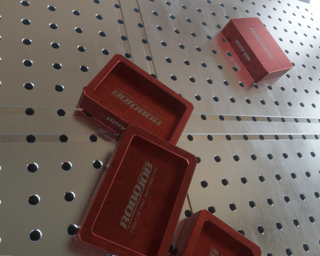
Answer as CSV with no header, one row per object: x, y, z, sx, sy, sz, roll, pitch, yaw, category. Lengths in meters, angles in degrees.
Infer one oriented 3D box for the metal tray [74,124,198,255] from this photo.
-0.021,0.072,0.334,0.090,0.030,0.130,28,64,-11,metal tray

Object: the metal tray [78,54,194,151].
-0.027,-0.030,0.409,0.130,0.030,0.090,34,51,-6,metal tray

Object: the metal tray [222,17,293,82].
0.191,-0.157,0.606,0.091,0.030,0.130,-17,71,-35,metal tray

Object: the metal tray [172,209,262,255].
0.052,0.167,0.332,0.090,0.030,0.130,36,51,-5,metal tray
